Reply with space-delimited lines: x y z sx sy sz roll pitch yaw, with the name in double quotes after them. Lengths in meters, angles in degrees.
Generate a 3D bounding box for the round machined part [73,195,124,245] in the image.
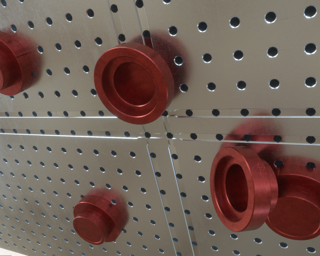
-0.120 0.175 0.569 0.098 0.042 0.097 13 124 20 "round machined part"

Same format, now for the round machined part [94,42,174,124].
-0.028 -0.057 0.378 0.098 0.042 0.097 13 124 20 "round machined part"

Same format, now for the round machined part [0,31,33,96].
-0.247 -0.093 0.470 0.098 0.042 0.097 13 124 20 "round machined part"

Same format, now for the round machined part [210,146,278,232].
0.101 0.070 0.367 0.042 0.098 0.097 0 128 -18 "round machined part"

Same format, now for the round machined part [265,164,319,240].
0.162 0.095 0.374 0.098 0.042 0.097 13 124 20 "round machined part"
